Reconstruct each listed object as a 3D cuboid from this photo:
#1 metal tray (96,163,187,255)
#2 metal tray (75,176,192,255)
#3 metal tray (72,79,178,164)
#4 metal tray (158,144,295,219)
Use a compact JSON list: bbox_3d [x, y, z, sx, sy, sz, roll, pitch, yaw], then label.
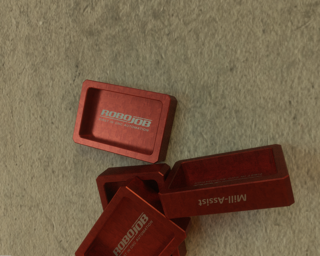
[{"bbox_3d":[-0.023,0.114,0.397,0.090,0.030,0.129,-7,102,19],"label":"metal tray"},{"bbox_3d":[-0.035,0.134,0.373,0.090,0.030,0.129,37,112,6],"label":"metal tray"},{"bbox_3d":[-0.049,-0.011,0.422,0.130,0.030,0.089,13,94,19],"label":"metal tray"},{"bbox_3d":[0.073,0.057,0.345,0.130,0.090,0.030,-12,104,19],"label":"metal tray"}]
